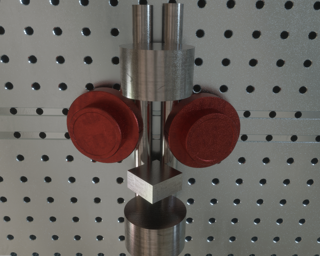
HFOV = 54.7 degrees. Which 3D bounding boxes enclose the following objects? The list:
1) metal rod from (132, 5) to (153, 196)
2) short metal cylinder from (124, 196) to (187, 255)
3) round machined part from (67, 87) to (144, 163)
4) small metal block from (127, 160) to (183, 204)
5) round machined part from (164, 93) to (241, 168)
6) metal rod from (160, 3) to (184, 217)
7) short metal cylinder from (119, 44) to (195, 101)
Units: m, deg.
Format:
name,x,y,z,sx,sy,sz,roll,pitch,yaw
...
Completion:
name,x,y,z,sx,sy,sz,roll,pitch,yaw
metal rod,-0.022,-0.003,0.411,0.025,0.025,0.298,1,110,0
short metal cylinder,-0.006,0.128,0.408,0.081,0.080,0.050,1,110,-1
round machined part,-0.074,0.001,0.391,0.098,0.042,0.097,5,111,13
small metal block,-0.007,0.067,0.400,0.050,0.050,0.025,-16,116,-39
round machined part,0.058,0.008,0.393,0.099,0.042,0.097,-6,111,-14
metal rod,0.013,-0.005,0.411,0.025,0.025,0.298,1,110,0
short metal cylinder,-0.003,-0.064,0.337,0.081,0.080,0.050,1,110,-1
